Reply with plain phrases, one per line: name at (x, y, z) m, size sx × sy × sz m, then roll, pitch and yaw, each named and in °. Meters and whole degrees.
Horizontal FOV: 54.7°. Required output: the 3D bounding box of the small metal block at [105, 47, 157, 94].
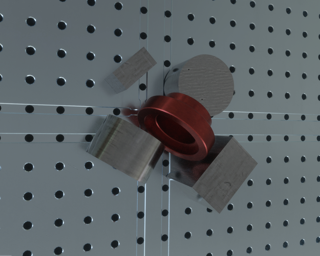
small metal block at (-0.037, -0.071, 0.386) m, size 0.050 × 0.050 × 0.025 m, roll -44°, pitch 104°, yaw -15°

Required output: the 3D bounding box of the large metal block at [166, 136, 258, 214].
large metal block at (0.066, 0.056, 0.410) m, size 0.050 × 0.080 × 0.080 m, roll 45°, pitch 76°, yaw -15°

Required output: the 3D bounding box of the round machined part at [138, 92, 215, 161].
round machined part at (0.024, -0.006, 0.384) m, size 0.098 × 0.098 × 0.042 m, roll 43°, pitch 64°, yaw -16°

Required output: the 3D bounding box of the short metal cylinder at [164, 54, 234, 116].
short metal cylinder at (0.052, -0.055, 0.419) m, size 0.081 × 0.050 × 0.079 m, roll 0°, pitch 90°, yaw -21°

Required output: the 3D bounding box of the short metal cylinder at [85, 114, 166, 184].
short metal cylinder at (-0.040, 0.026, 0.369) m, size 0.080 × 0.080 × 0.050 m, roll 33°, pitch 79°, yaw -18°
